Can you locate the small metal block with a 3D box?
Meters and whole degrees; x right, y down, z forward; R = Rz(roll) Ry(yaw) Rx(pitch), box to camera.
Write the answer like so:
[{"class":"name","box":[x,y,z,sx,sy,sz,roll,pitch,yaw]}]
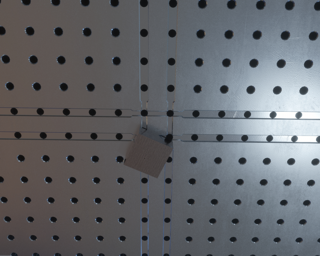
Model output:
[{"class":"small metal block","box":[-0.016,0.034,0.426,0.050,0.025,0.050,24,108,-9]}]
